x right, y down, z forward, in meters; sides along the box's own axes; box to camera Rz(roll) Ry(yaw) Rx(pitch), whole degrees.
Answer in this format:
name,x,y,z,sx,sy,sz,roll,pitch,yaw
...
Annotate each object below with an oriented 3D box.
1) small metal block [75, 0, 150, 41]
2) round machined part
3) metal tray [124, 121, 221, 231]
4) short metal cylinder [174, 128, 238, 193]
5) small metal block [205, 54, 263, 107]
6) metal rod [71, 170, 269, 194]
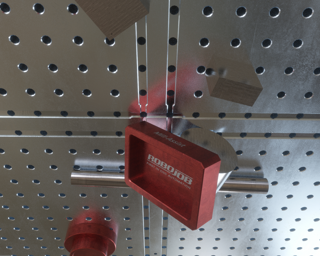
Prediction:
name,x,y,z,sx,sy,sz,roll,pitch,yaw
small metal block,-0.046,-0.124,0.305,0.050,0.025,0.050,-28,125,22
round machined part,-0.134,0.228,0.593,0.099,0.042,0.097,0,130,0
metal tray,0.008,0.054,0.383,0.030,0.130,0.089,-18,122,-41
short metal cylinder,0.055,0.045,0.414,0.081,0.080,0.050,14,129,-12
small metal block,0.082,-0.054,0.350,0.050,0.050,0.025,13,129,-11
metal rod,0.017,0.084,0.482,0.302,0.025,0.025,3,130,-3
